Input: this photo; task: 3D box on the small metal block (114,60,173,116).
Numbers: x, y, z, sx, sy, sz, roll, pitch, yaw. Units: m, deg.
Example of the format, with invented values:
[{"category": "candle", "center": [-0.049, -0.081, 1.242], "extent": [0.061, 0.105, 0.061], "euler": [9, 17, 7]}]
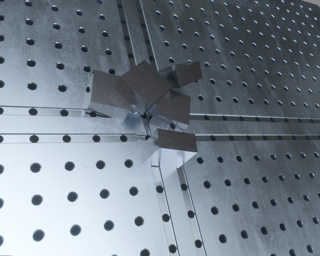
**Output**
[{"category": "small metal block", "center": [-0.021, -0.052, 0.396], "extent": [0.050, 0.025, 0.050], "euler": [44, 51, 2]}]

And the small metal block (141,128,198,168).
[{"category": "small metal block", "center": [0.010, 0.026, 0.381], "extent": [0.050, 0.050, 0.025], "euler": [9, 58, -24]}]

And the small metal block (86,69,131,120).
[{"category": "small metal block", "center": [-0.065, -0.042, 0.399], "extent": [0.050, 0.025, 0.050], "euler": [12, 57, -22]}]

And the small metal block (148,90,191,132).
[{"category": "small metal block", "center": [0.014, -0.026, 0.431], "extent": [0.050, 0.025, 0.050], "euler": [18, 55, -18]}]

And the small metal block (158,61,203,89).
[{"category": "small metal block", "center": [0.025, -0.076, 0.447], "extent": [0.050, 0.050, 0.025], "euler": [-28, 111, -37]}]
